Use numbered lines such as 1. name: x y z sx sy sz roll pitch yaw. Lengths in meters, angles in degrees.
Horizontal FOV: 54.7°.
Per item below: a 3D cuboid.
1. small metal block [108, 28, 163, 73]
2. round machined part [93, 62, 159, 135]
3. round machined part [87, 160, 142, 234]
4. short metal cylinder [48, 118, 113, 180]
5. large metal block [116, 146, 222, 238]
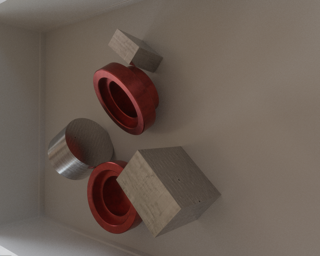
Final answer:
1. small metal block: -0.032 -0.102 0.414 0.050 0.050 0.025 45 111 30
2. round machined part: -0.040 -0.042 0.407 0.098 0.042 0.097 36 148 27
3. round machined part: -0.054 0.094 0.436 0.098 0.042 0.097 2 94 37
4. short metal cylinder: -0.119 0.032 0.466 0.050 0.081 0.080 -35 68 34
5. large metal block: 0.011 0.069 0.361 0.080 0.081 0.050 51 120 27
